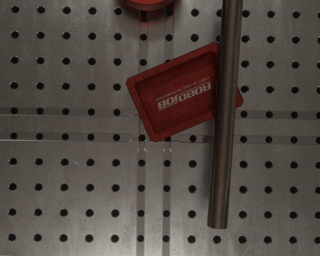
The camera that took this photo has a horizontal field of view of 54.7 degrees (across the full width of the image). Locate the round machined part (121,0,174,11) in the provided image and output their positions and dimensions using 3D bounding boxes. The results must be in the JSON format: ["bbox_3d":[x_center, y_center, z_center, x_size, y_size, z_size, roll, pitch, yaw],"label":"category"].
[{"bbox_3d":[-0.017,-0.201,0.405,0.099,0.042,0.097,0,90,-1],"label":"round machined part"}]

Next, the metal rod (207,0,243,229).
[{"bbox_3d":[0.081,-0.027,0.383,0.025,0.025,0.298,4,90,-1],"label":"metal rod"}]

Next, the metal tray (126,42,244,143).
[{"bbox_3d":[0.032,-0.046,0.411,0.131,0.030,0.090,-23,90,-1],"label":"metal tray"}]
